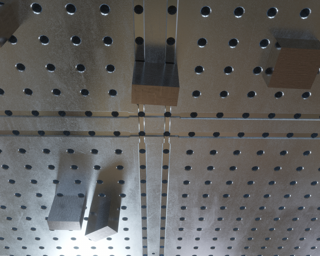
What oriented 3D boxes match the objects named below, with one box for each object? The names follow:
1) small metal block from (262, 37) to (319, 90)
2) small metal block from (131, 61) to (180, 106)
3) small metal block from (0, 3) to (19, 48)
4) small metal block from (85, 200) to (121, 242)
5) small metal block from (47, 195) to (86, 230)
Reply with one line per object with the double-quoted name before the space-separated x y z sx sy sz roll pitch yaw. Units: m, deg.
"small metal block" 0.151 -0.073 0.352 0.050 0.025 0.050 2 130 -3
"small metal block" -0.005 -0.051 0.352 0.050 0.050 0.025 3 130 -3
"small metal block" -0.177 -0.101 0.307 0.050 0.050 0.025 -3 130 2
"small metal block" -0.097 0.159 0.530 0.050 0.050 0.025 -28 125 21
"small metal block" -0.153 0.140 0.512 0.050 0.050 0.025 2 130 -2
